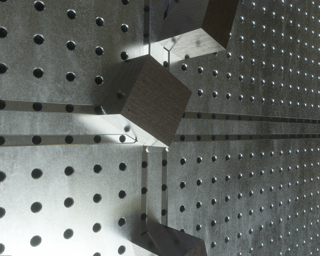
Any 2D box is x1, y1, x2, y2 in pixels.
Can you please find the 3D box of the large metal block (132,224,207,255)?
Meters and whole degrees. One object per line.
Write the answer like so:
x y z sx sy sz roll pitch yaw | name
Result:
0.017 0.178 0.390 0.050 0.080 0.079 -22 104 -38 | large metal block

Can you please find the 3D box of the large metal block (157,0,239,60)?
0.051 -0.146 0.418 0.050 0.080 0.080 27 73 -37 | large metal block

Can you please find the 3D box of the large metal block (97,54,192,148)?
-0.017 -0.031 0.381 0.080 0.050 0.080 36 68 -35 | large metal block
